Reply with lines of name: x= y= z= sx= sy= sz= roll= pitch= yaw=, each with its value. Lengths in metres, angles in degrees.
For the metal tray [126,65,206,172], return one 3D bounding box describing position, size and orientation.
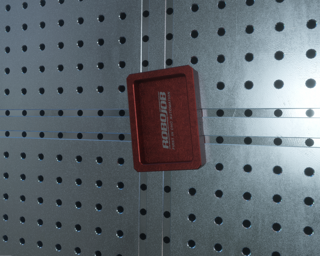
metal tray: x=0.008 y=-0.010 z=0.406 sx=0.090 sy=0.030 sz=0.129 roll=-6 pitch=88 yaw=19
